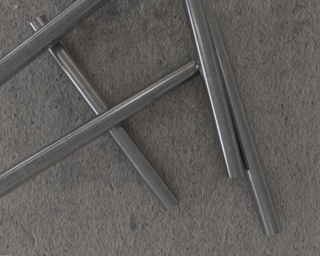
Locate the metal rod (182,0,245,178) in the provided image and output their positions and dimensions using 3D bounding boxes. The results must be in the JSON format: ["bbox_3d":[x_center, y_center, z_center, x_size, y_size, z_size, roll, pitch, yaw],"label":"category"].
[{"bbox_3d":[0.060,-0.084,0.393,0.025,0.025,0.298,-15,93,0],"label":"metal rod"}]

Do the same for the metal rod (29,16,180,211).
[{"bbox_3d":[-0.072,-0.019,0.409,0.025,0.025,0.299,-36,90,0],"label":"metal rod"}]

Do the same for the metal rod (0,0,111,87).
[{"bbox_3d":[-0.089,-0.157,0.391,0.301,0.025,0.025,-41,90,-7],"label":"metal rod"}]

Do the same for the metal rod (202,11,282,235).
[{"bbox_3d":[0.105,-0.006,0.410,0.025,0.025,0.298,-17,90,0],"label":"metal rod"}]

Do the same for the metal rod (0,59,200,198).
[{"bbox_3d":[-0.078,-0.001,0.379,0.301,0.025,0.025,-33,90,-12],"label":"metal rod"}]
